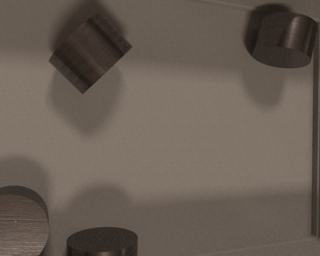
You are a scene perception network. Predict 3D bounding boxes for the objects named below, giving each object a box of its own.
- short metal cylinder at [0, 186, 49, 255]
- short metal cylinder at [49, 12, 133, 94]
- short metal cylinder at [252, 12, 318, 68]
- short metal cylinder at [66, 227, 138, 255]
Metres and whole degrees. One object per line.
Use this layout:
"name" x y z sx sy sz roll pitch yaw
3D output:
"short metal cylinder" -0.164 0.107 0.337 0.081 0.050 0.079 0 90 -21
"short metal cylinder" -0.078 -0.084 0.353 0.050 0.080 0.080 46 76 -15
"short metal cylinder" 0.181 -0.125 0.450 0.081 0.080 0.050 16 85 -20
"short metal cylinder" -0.066 0.152 0.358 0.081 0.080 0.050 1 90 -20
